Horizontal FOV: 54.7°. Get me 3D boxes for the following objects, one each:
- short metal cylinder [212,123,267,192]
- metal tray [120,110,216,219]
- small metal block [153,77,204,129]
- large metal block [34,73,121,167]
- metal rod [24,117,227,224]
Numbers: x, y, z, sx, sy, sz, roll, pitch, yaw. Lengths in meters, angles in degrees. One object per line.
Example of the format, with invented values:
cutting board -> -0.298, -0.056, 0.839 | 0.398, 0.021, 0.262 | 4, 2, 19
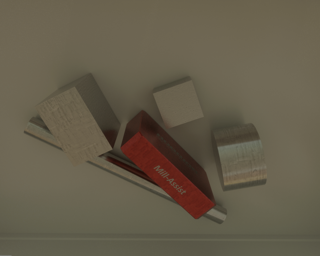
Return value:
short metal cylinder -> 0.098, 0.037, 0.395 | 0.050, 0.080, 0.079 | -11, 110, 4
metal tray -> 0.011, 0.043, 0.390 | 0.030, 0.090, 0.130 | -42, 105, 13
small metal block -> 0.023, -0.033, 0.397 | 0.050, 0.025, 0.050 | -19, 109, 6
large metal block -> -0.093, -0.013, 0.374 | 0.050, 0.080, 0.080 | -25, 109, 8
metal rod -> -0.040, 0.063, 0.433 | 0.301, 0.025, 0.025 | 27, 108, -10
